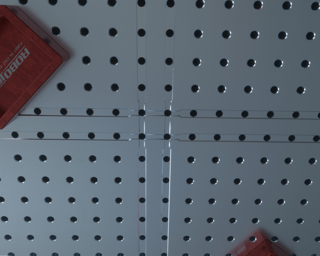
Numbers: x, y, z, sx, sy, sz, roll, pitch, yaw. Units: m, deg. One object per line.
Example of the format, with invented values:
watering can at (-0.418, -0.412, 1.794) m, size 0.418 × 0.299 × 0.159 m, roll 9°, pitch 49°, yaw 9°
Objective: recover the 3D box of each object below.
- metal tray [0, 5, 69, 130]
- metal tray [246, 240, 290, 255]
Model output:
metal tray at (-0.190, -0.072, 0.381) m, size 0.130 × 0.030 × 0.090 m, roll -43°, pitch 105°, yaw 14°
metal tray at (0.162, 0.254, 0.506) m, size 0.090 × 0.030 × 0.130 m, roll 39°, pitch 105°, yaw -14°
